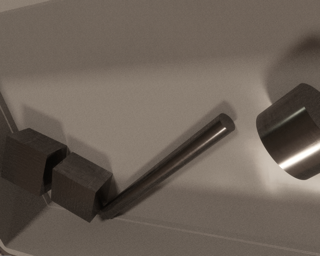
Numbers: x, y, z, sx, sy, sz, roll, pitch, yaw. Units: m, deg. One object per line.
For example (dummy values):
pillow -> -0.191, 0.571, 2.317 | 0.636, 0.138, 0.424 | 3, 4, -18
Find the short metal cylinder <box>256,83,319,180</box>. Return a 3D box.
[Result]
short metal cylinder -> 0.141, 0.003, 0.301 | 0.080, 0.080, 0.050 | 44, 129, -3

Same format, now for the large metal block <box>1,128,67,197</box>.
large metal block -> -0.213, 0.056, 0.524 | 0.080, 0.050, 0.079 | 23, 111, 13

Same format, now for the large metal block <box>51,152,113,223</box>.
large metal block -> -0.133, 0.100, 0.522 | 0.080, 0.050, 0.079 | 26, 128, 11

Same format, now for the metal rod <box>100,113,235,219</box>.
metal rod -> -0.008, 0.071, 0.455 | 0.025, 0.025, 0.299 | 45, 129, -4
